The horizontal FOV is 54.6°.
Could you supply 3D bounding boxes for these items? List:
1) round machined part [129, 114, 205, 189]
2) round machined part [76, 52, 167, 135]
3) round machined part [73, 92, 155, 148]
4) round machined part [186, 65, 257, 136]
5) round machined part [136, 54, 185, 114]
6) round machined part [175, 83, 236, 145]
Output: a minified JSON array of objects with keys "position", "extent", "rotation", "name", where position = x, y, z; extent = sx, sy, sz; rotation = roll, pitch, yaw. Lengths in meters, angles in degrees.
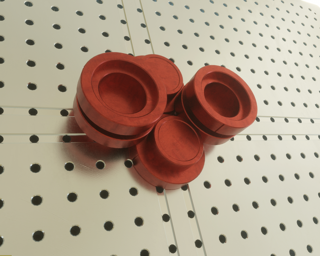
[{"position":[0.015,0.024,0.389],"extent":[0.099,0.042,0.098],"rotation":[13,56,-21],"name":"round machined part"},{"position":[-0.045,-0.035,0.352],"extent":[0.099,0.042,0.098],"rotation":[13,56,-21],"name":"round machined part"},{"position":[-0.056,-0.019,0.378],"extent":[0.099,0.042,0.098],"rotation":[13,56,-21],"name":"round machined part"},{"position":[0.078,-0.033,0.417],"extent":[0.099,0.042,0.098],"rotation":[13,56,-21],"name":"round machined part"},{"position":[-0.007,-0.063,0.431],"extent":[0.099,0.042,0.098],"rotation":[13,56,-21],"name":"round machined part"},{"position":[0.064,-0.019,0.442],"extent":[0.099,0.042,0.098],"rotation":[13,56,-21],"name":"round machined part"}]
